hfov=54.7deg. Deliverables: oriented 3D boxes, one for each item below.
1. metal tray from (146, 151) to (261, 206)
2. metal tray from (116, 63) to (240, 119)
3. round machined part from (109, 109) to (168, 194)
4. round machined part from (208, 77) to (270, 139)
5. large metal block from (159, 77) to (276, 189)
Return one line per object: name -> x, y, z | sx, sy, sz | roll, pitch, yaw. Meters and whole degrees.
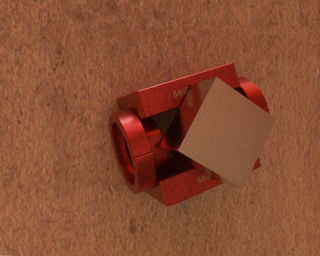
metal tray -> 0.047, 0.051, 0.393 | 0.131, 0.090, 0.030 | -19, 97, -19
metal tray -> 0.020, -0.044, 0.385 | 0.131, 0.090, 0.030 | -19, 97, -19
round machined part -> -0.024, 0.024, 0.363 | 0.042, 0.098, 0.097 | -17, 96, -20
round machined part -> 0.095, -0.015, 0.407 | 0.042, 0.098, 0.097 | -17, 96, -20
large metal block -> 0.059, 0.005, 0.322 | 0.080, 0.050, 0.080 | 31, 80, -18
